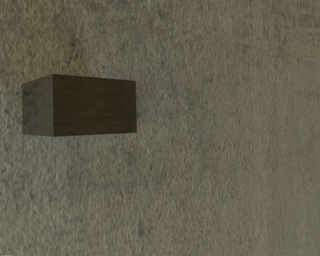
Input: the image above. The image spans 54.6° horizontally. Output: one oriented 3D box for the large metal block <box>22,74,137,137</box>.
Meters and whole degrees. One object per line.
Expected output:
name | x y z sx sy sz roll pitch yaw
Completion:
large metal block | -0.079 -0.019 0.302 0.081 0.080 0.050 -2 92 -40
